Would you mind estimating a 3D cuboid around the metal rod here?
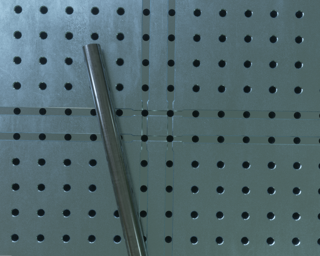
[{"bbox_3d":[-0.059,0.038,0.412,0.025,0.025,0.299,-13,90,0],"label":"metal rod"}]
